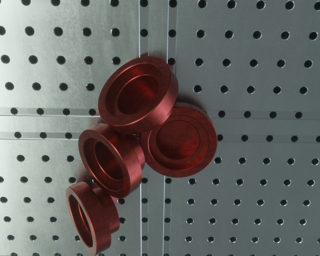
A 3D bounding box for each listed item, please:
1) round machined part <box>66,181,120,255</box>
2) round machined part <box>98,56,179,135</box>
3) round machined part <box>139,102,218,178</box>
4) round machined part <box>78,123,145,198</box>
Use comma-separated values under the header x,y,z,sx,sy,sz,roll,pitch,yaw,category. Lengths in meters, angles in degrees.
x,y,z,sx,sy,sz,roll,pitch,yaw,category
-0.090,0.119,0.428,0.042,0.098,0.097,-19,114,-32,round machined part
-0.022,-0.034,0.370,0.098,0.098,0.042,-32,138,11,round machined part
0.023,0.013,0.409,0.099,0.042,0.097,0,110,0,round machined part
-0.058,0.038,0.400,0.098,0.042,0.097,25,131,33,round machined part
